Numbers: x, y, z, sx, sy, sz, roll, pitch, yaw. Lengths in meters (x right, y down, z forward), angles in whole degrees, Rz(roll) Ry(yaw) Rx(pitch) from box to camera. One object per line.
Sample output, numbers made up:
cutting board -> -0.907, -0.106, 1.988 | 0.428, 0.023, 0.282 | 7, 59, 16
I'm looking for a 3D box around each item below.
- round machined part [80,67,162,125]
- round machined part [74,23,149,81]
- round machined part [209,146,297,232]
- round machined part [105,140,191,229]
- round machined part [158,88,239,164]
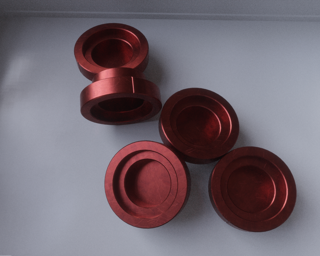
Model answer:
round machined part -> -0.049, -0.041, 0.385 | 0.099, 0.098, 0.042 | -6, 71, -3
round machined part -> -0.065, -0.096, 0.428 | 0.099, 0.042, 0.098 | 1, 58, -1
round machined part -> 0.107, 0.075, 0.374 | 0.099, 0.042, 0.098 | 1, 71, -1
round machined part -> -0.012, 0.064, 0.366 | 0.098, 0.042, 0.097 | -2, 83, 15
round machined part -> 0.047, 0.001, 0.395 | 0.099, 0.042, 0.098 | 4, 63, -8
